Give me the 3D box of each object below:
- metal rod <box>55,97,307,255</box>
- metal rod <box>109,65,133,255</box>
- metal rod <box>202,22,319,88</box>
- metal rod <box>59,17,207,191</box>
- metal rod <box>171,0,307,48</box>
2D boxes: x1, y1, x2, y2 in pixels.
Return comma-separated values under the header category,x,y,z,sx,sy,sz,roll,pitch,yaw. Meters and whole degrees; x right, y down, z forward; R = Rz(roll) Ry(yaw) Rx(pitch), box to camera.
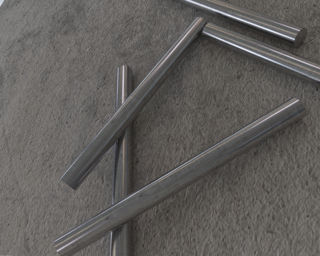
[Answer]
category,x,y,z,sx,sy,sz,roll,pitch,yaw
metal rod,0.022,0.054,0.338,0.301,0.025,0.025,-31,51,0
metal rod,-0.049,0.036,0.407,0.025,0.025,0.299,-16,55,19
metal rod,0.164,-0.070,0.360,0.025,0.025,0.300,-48,51,-5
metal rod,-0.024,-0.044,0.420,0.025,0.025,0.300,23,67,36
metal rod,0.082,-0.185,0.474,0.025,0.025,0.300,-47,51,-4
